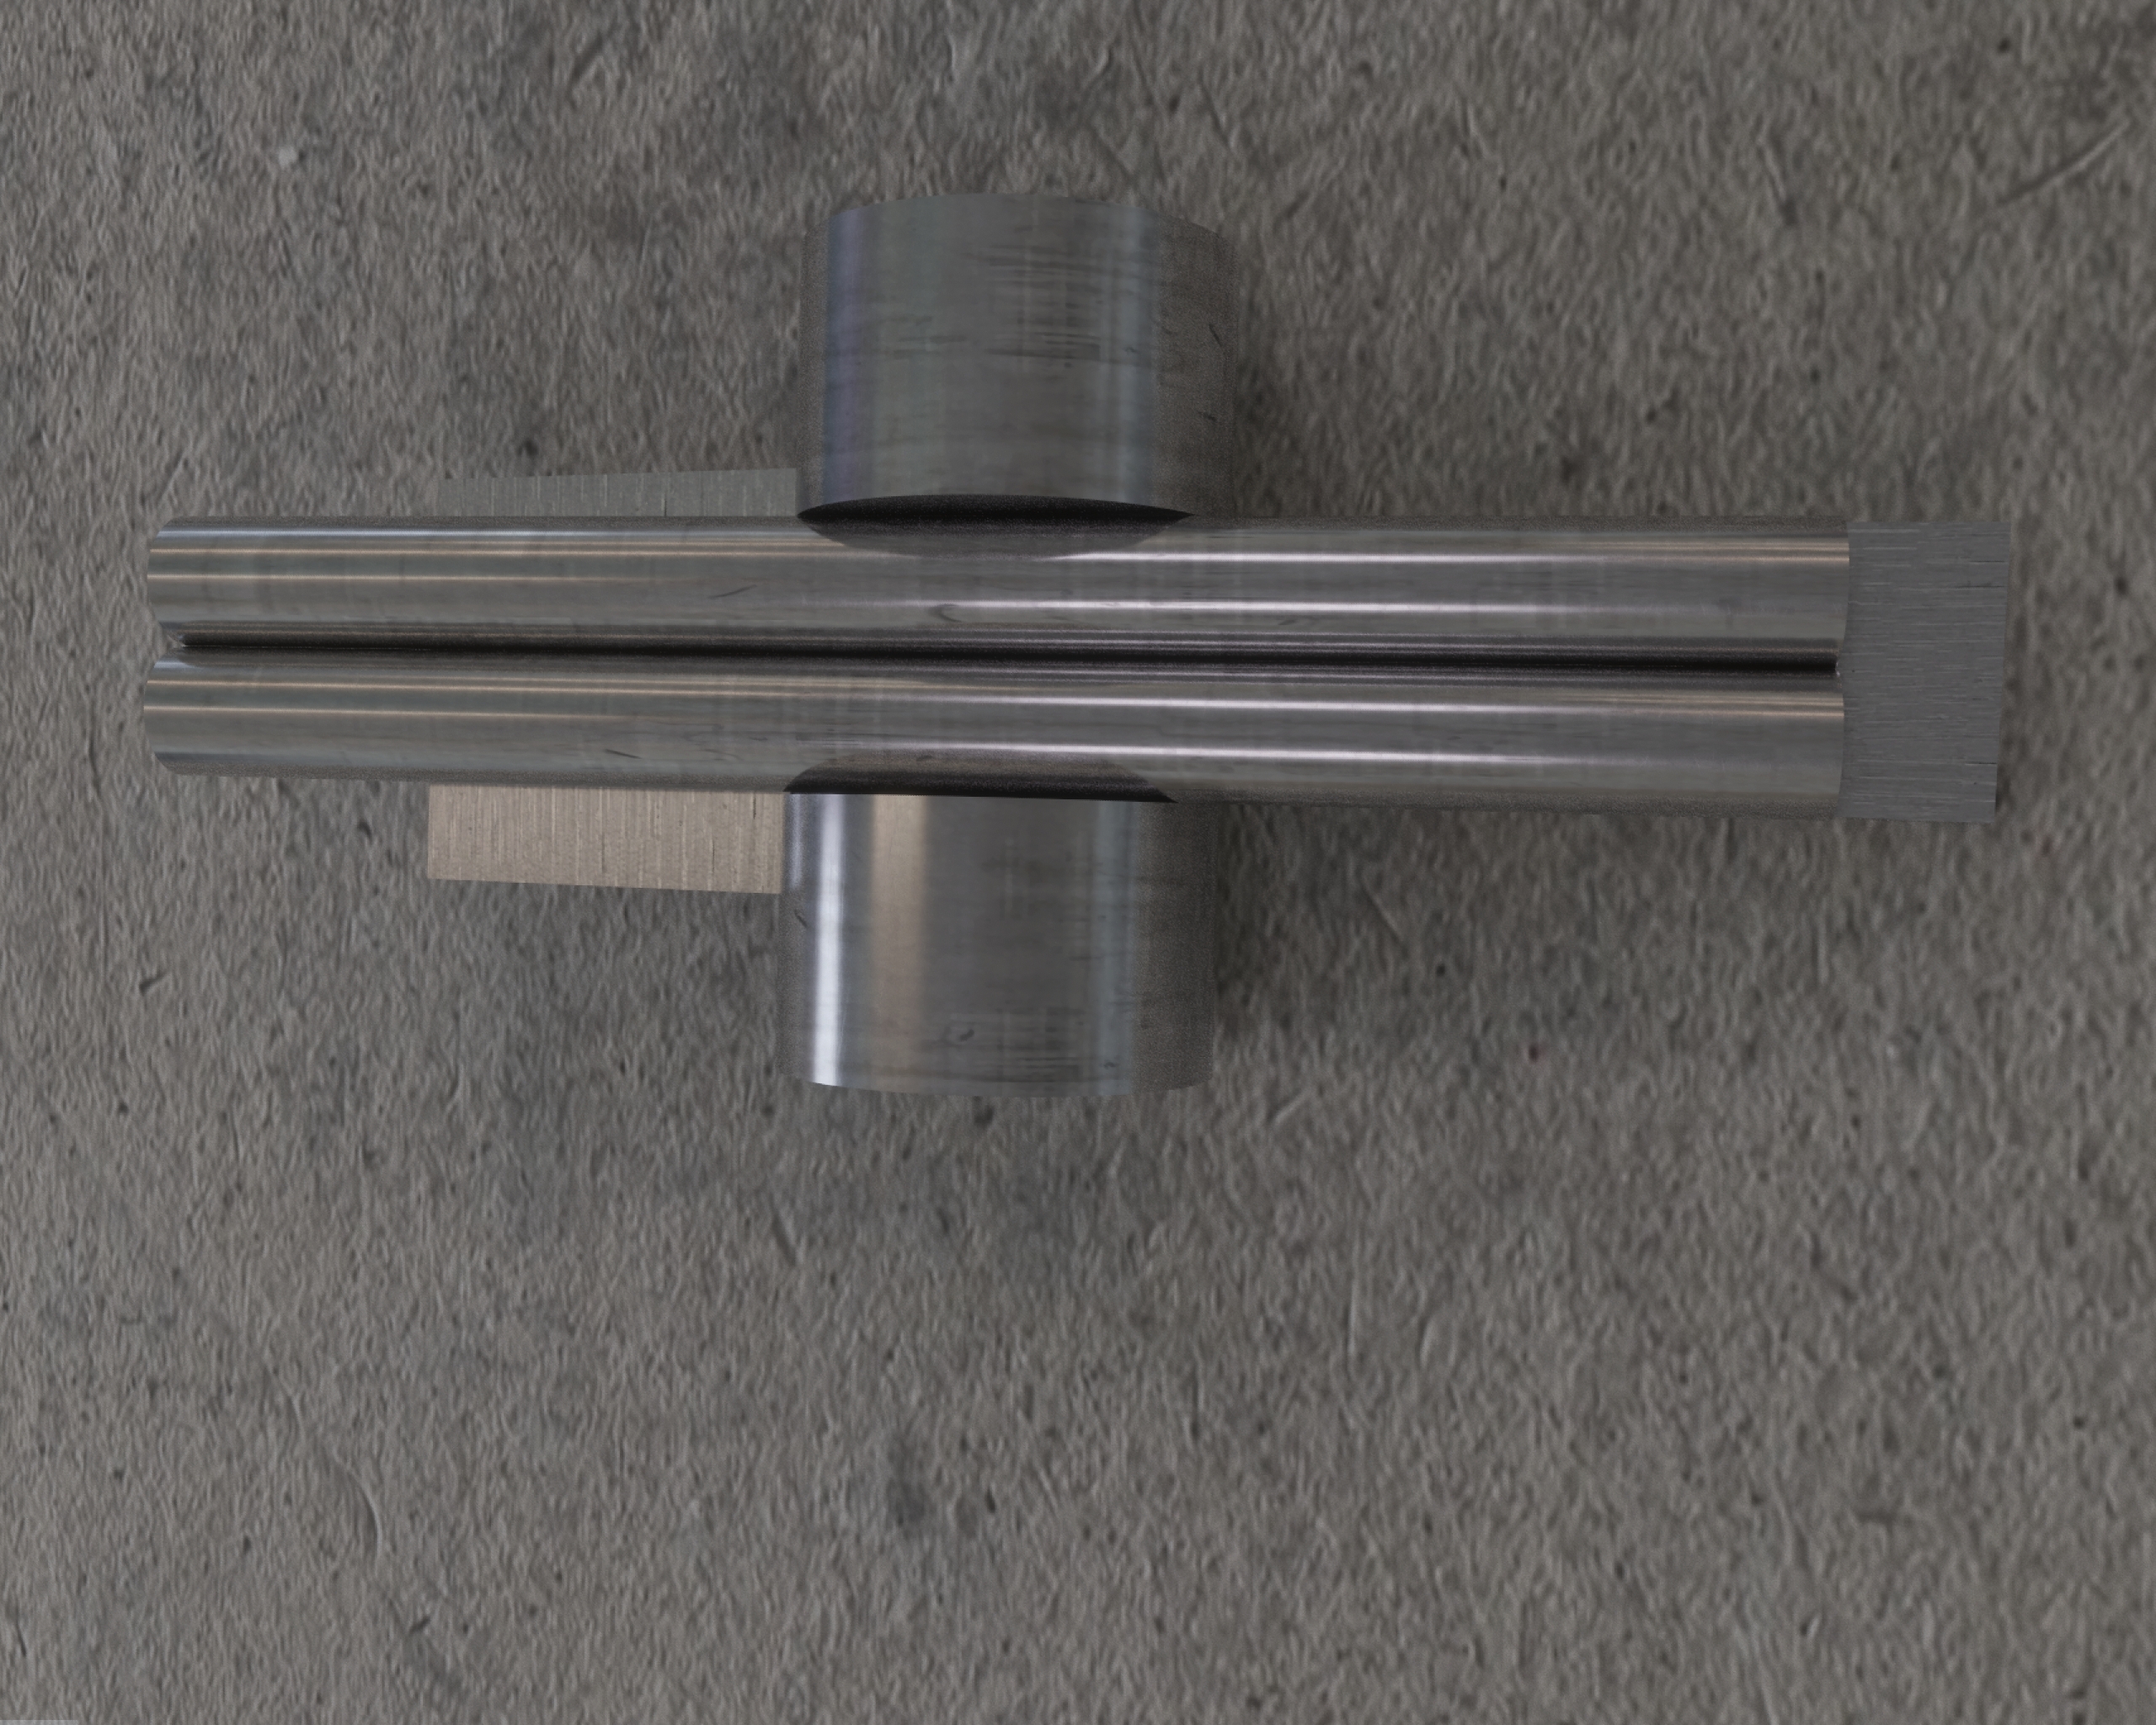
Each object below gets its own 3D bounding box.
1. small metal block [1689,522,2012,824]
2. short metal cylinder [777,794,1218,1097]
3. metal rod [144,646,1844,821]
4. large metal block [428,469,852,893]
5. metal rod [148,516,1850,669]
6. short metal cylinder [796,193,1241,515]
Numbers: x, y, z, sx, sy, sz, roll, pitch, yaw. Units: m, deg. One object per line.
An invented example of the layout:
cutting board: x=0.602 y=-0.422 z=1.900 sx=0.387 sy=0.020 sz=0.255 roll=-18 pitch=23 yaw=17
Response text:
small metal block: x=0.133 y=-0.033 z=0.363 sx=0.050 sy=0.025 sz=0.050 roll=3 pitch=91 yaw=20
short metal cylinder: x=-0.015 y=0.013 z=0.386 sx=0.080 sy=0.080 sz=0.050 roll=2 pitch=91 yaw=20
metal rod: x=-0.024 y=-0.024 z=0.371 sx=0.301 sy=0.025 sz=0.025 roll=2 pitch=91 yaw=12
large metal block: x=-0.082 y=-0.035 z=0.426 sx=0.080 sy=0.050 sz=0.080 roll=2 pitch=91 yaw=20
metal rod: x=-0.023 y=-0.049 z=0.371 sx=0.301 sy=0.025 sz=0.025 roll=2 pitch=91 yaw=12
short metal cylinder: x=-0.011 y=-0.086 z=0.385 sx=0.080 sy=0.080 sz=0.050 roll=2 pitch=91 yaw=20
